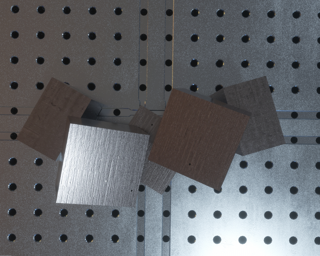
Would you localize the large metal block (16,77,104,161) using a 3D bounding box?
[{"bbox_3d":[-0.118,-0.010,0.384,0.050,0.080,0.080,30,90,-1],"label":"large metal block"}]

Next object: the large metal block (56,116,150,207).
[{"bbox_3d":[-0.064,0.036,0.334,0.081,0.050,0.079,9,97,-21],"label":"large metal block"}]

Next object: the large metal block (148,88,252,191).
[{"bbox_3d":[0.044,0.008,0.332,0.080,0.050,0.079,22,103,15],"label":"large metal block"}]

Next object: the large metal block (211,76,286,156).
[{"bbox_3d":[0.106,-0.014,0.387,0.050,0.080,0.080,-16,90,0],"label":"large metal block"}]

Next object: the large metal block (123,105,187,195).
[{"bbox_3d":[-0.010,0.026,0.400,0.080,0.050,0.080,32,90,-1],"label":"large metal block"}]
